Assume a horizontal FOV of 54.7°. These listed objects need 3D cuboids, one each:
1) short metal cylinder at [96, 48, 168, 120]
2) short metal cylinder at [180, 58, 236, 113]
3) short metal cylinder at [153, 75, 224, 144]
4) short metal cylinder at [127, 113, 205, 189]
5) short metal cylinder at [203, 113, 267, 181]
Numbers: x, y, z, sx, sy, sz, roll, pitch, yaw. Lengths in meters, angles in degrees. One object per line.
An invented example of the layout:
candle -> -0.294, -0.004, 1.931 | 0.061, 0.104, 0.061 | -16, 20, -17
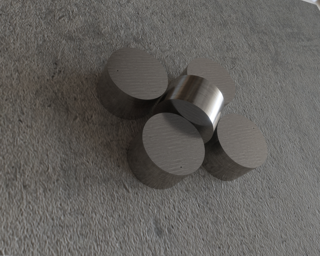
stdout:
short metal cylinder -> -0.037, -0.057, 0.404 | 0.081, 0.050, 0.080 | 14, 56, -21
short metal cylinder -> 0.063, -0.056, 0.457 | 0.081, 0.050, 0.080 | 14, 56, -21
short metal cylinder -> 0.038, -0.022, 0.406 | 0.080, 0.080, 0.050 | 34, 51, -6
short metal cylinder -> 0.007, 0.028, 0.376 | 0.081, 0.050, 0.080 | 14, 56, -21
short metal cylinder -> 0.099, 0.027, 0.427 | 0.081, 0.050, 0.080 | 14, 56, -21
